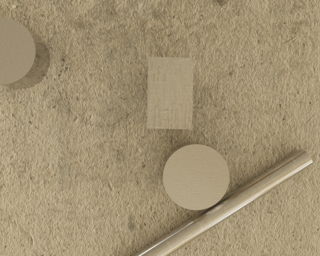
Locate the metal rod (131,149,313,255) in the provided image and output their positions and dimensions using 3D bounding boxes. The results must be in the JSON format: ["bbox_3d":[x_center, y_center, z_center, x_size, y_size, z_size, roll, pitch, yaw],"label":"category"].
[{"bbox_3d":[0.067,0.118,0.410,0.301,0.025,0.025,-32,90,-1],"label":"metal rod"}]

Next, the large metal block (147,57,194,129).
[{"bbox_3d":[0.011,-0.039,0.383,0.050,0.080,0.079,1,90,0],"label":"large metal block"}]

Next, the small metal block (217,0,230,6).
[{"bbox_3d":[0.098,-0.190,0.399,0.050,0.050,0.025,-32,90,0],"label":"small metal block"}]

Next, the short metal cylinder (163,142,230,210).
[{"bbox_3d":[0.044,0.059,0.398,0.081,0.050,0.079,0,90,-1],"label":"short metal cylinder"}]

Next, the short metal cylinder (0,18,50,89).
[{"bbox_3d":[-0.189,-0.092,0.395,0.081,0.050,0.079,0,90,-1],"label":"short metal cylinder"}]
